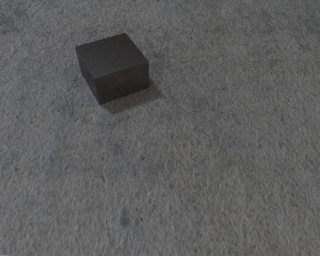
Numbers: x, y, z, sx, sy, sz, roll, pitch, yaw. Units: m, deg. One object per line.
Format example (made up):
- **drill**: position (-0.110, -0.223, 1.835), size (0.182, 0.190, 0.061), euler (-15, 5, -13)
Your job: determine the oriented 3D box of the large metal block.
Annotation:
- **large metal block**: position (-0.070, -0.090, 0.462), size (0.081, 0.050, 0.080), euler (-22, 54, -18)
